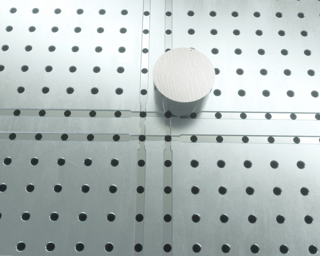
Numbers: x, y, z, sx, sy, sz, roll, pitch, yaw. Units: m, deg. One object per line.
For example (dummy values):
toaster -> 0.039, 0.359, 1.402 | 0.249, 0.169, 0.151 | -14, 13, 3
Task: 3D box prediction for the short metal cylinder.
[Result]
short metal cylinder -> 0.031, -0.061, 0.421 | 0.081, 0.050, 0.080 | 0, 70, -1
